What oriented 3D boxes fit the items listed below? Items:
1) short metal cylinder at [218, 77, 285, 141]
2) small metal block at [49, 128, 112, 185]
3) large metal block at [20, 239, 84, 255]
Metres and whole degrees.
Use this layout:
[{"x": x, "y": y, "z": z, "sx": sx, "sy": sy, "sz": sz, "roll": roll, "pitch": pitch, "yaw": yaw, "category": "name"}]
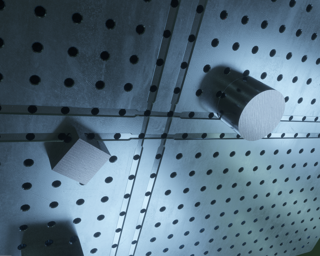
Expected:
[{"x": 0.132, "y": -0.028, "z": 0.449, "sx": 0.081, "sy": 0.050, "sz": 0.079, "roll": -14, "pitch": 124, "yaw": -21, "category": "short metal cylinder"}, {"x": -0.098, "y": 0.036, "z": 0.380, "sx": 0.050, "sy": 0.025, "sz": 0.050, "roll": -48, "pitch": 129, "yaw": 6, "category": "small metal block"}, {"x": -0.157, "y": 0.211, "z": 0.440, "sx": 0.081, "sy": 0.050, "sz": 0.079, "roll": 3, "pitch": 117, "yaw": -30, "category": "large metal block"}]
